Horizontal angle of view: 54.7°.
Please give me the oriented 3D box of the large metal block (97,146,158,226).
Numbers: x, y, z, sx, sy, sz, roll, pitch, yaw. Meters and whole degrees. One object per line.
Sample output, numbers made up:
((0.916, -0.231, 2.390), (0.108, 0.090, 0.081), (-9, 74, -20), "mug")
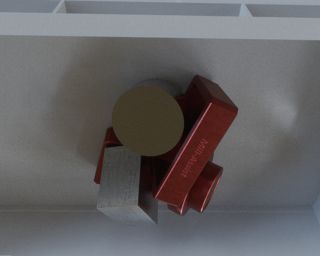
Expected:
((-0.037, 0.077, 0.406), (0.050, 0.080, 0.080), (-7, 146, 14), "large metal block")

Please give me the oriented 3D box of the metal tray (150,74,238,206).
((0.031, 0.012, 0.355), (0.030, 0.090, 0.129), (23, 111, -15), "metal tray")

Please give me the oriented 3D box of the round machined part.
((0.053, 0.076, 0.420), (0.042, 0.098, 0.097), (25, 133, 19), "round machined part")

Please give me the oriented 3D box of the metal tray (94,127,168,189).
((-0.022, 0.054, 0.448), (0.131, 0.030, 0.089), (13, 129, -12), "metal tray")

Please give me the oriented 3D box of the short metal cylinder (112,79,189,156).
((-0.009, -0.014, 0.359), (0.080, 0.050, 0.079), (3, 107, 10), "short metal cylinder")
